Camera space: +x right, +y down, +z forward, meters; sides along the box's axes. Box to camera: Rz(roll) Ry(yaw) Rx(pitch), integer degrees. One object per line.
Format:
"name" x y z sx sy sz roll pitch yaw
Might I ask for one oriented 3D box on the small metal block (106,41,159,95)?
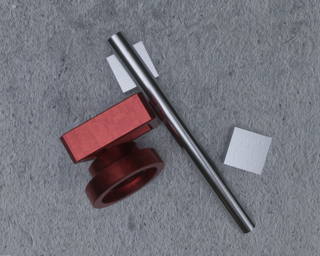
"small metal block" -0.035 -0.078 0.410 0.050 0.025 0.050 -26 90 -1

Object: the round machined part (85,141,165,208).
"round machined part" -0.046 0.053 0.376 0.098 0.098 0.042 -34 71 0

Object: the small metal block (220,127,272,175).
"small metal block" 0.113 0.029 0.412 0.050 0.025 0.050 17 90 -1

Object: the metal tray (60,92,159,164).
"metal tray" -0.048 0.003 0.356 0.090 0.130 0.030 -30 87 0

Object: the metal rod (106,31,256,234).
"metal rod" 0.031 0.011 0.394 0.025 0.025 0.299 -35 97 0
